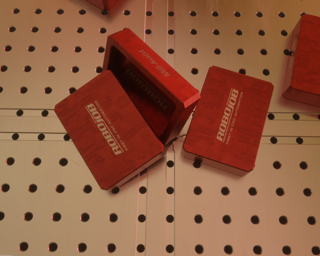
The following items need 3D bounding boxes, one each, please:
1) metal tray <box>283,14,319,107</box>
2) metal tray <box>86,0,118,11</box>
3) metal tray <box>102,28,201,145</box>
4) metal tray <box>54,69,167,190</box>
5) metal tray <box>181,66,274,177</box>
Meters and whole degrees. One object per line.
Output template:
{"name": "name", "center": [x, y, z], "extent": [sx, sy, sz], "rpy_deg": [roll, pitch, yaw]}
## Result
{"name": "metal tray", "center": [0.235, -0.095, 0.445], "extent": [0.090, 0.030, 0.130], "rpy_deg": [15, 71, 5]}
{"name": "metal tray", "center": [-0.112, -0.257, 0.502], "extent": [0.130, 0.030, 0.090], "rpy_deg": [33, 73, 11]}
{"name": "metal tray", "center": [-0.018, -0.050, 0.393], "extent": [0.130, 0.090, 0.030], "rpy_deg": [45, 55, 14]}
{"name": "metal tray", "center": [-0.064, 0.002, 0.395], "extent": [0.090, 0.030, 0.130], "rpy_deg": [-35, 76, 1]}
{"name": "metal tray", "center": [0.091, -0.011, 0.414], "extent": [0.090, 0.030, 0.130], "rpy_deg": [18, 71, 6]}
